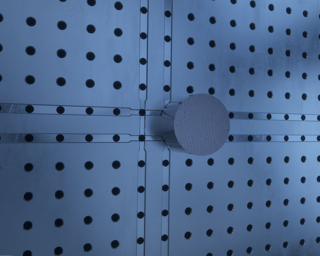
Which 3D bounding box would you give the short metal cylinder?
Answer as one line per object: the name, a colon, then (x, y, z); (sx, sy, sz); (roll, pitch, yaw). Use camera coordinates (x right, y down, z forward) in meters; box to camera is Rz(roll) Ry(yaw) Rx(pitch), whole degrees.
short metal cylinder: (0.046, -0.004, 0.418); (0.081, 0.050, 0.079); (0, 90, -21)
